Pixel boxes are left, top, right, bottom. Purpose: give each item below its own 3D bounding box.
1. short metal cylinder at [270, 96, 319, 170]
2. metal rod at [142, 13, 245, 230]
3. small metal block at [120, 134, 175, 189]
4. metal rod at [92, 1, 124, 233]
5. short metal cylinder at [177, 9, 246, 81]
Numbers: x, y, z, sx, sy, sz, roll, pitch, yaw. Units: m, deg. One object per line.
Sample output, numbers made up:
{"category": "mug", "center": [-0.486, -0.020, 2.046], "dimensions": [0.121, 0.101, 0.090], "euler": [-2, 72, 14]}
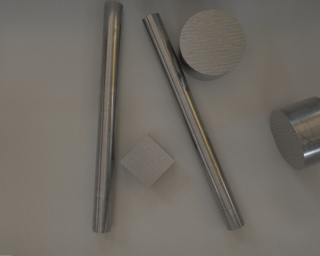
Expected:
{"category": "short metal cylinder", "center": [0.181, 0.007, 0.386], "dimensions": [0.050, 0.080, 0.080], "euler": [-20, 90, 0]}
{"category": "metal rod", "center": [0.044, -0.008, 0.412], "dimensions": [0.025, 0.025, 0.299], "euler": [-22, 90, 0]}
{"category": "small metal block", "center": [-0.016, 0.043, 0.411], "dimensions": [0.050, 0.025, 0.050], "euler": [44, 90, -1]}
{"category": "metal rod", "center": [-0.069, -0.014, 0.410], "dimensions": [0.025, 0.025, 0.298], "euler": [3, 90, -1]}
{"category": "short metal cylinder", "center": [0.064, -0.104, 0.400], "dimensions": [0.081, 0.050, 0.079], "euler": [0, 90, -1]}
